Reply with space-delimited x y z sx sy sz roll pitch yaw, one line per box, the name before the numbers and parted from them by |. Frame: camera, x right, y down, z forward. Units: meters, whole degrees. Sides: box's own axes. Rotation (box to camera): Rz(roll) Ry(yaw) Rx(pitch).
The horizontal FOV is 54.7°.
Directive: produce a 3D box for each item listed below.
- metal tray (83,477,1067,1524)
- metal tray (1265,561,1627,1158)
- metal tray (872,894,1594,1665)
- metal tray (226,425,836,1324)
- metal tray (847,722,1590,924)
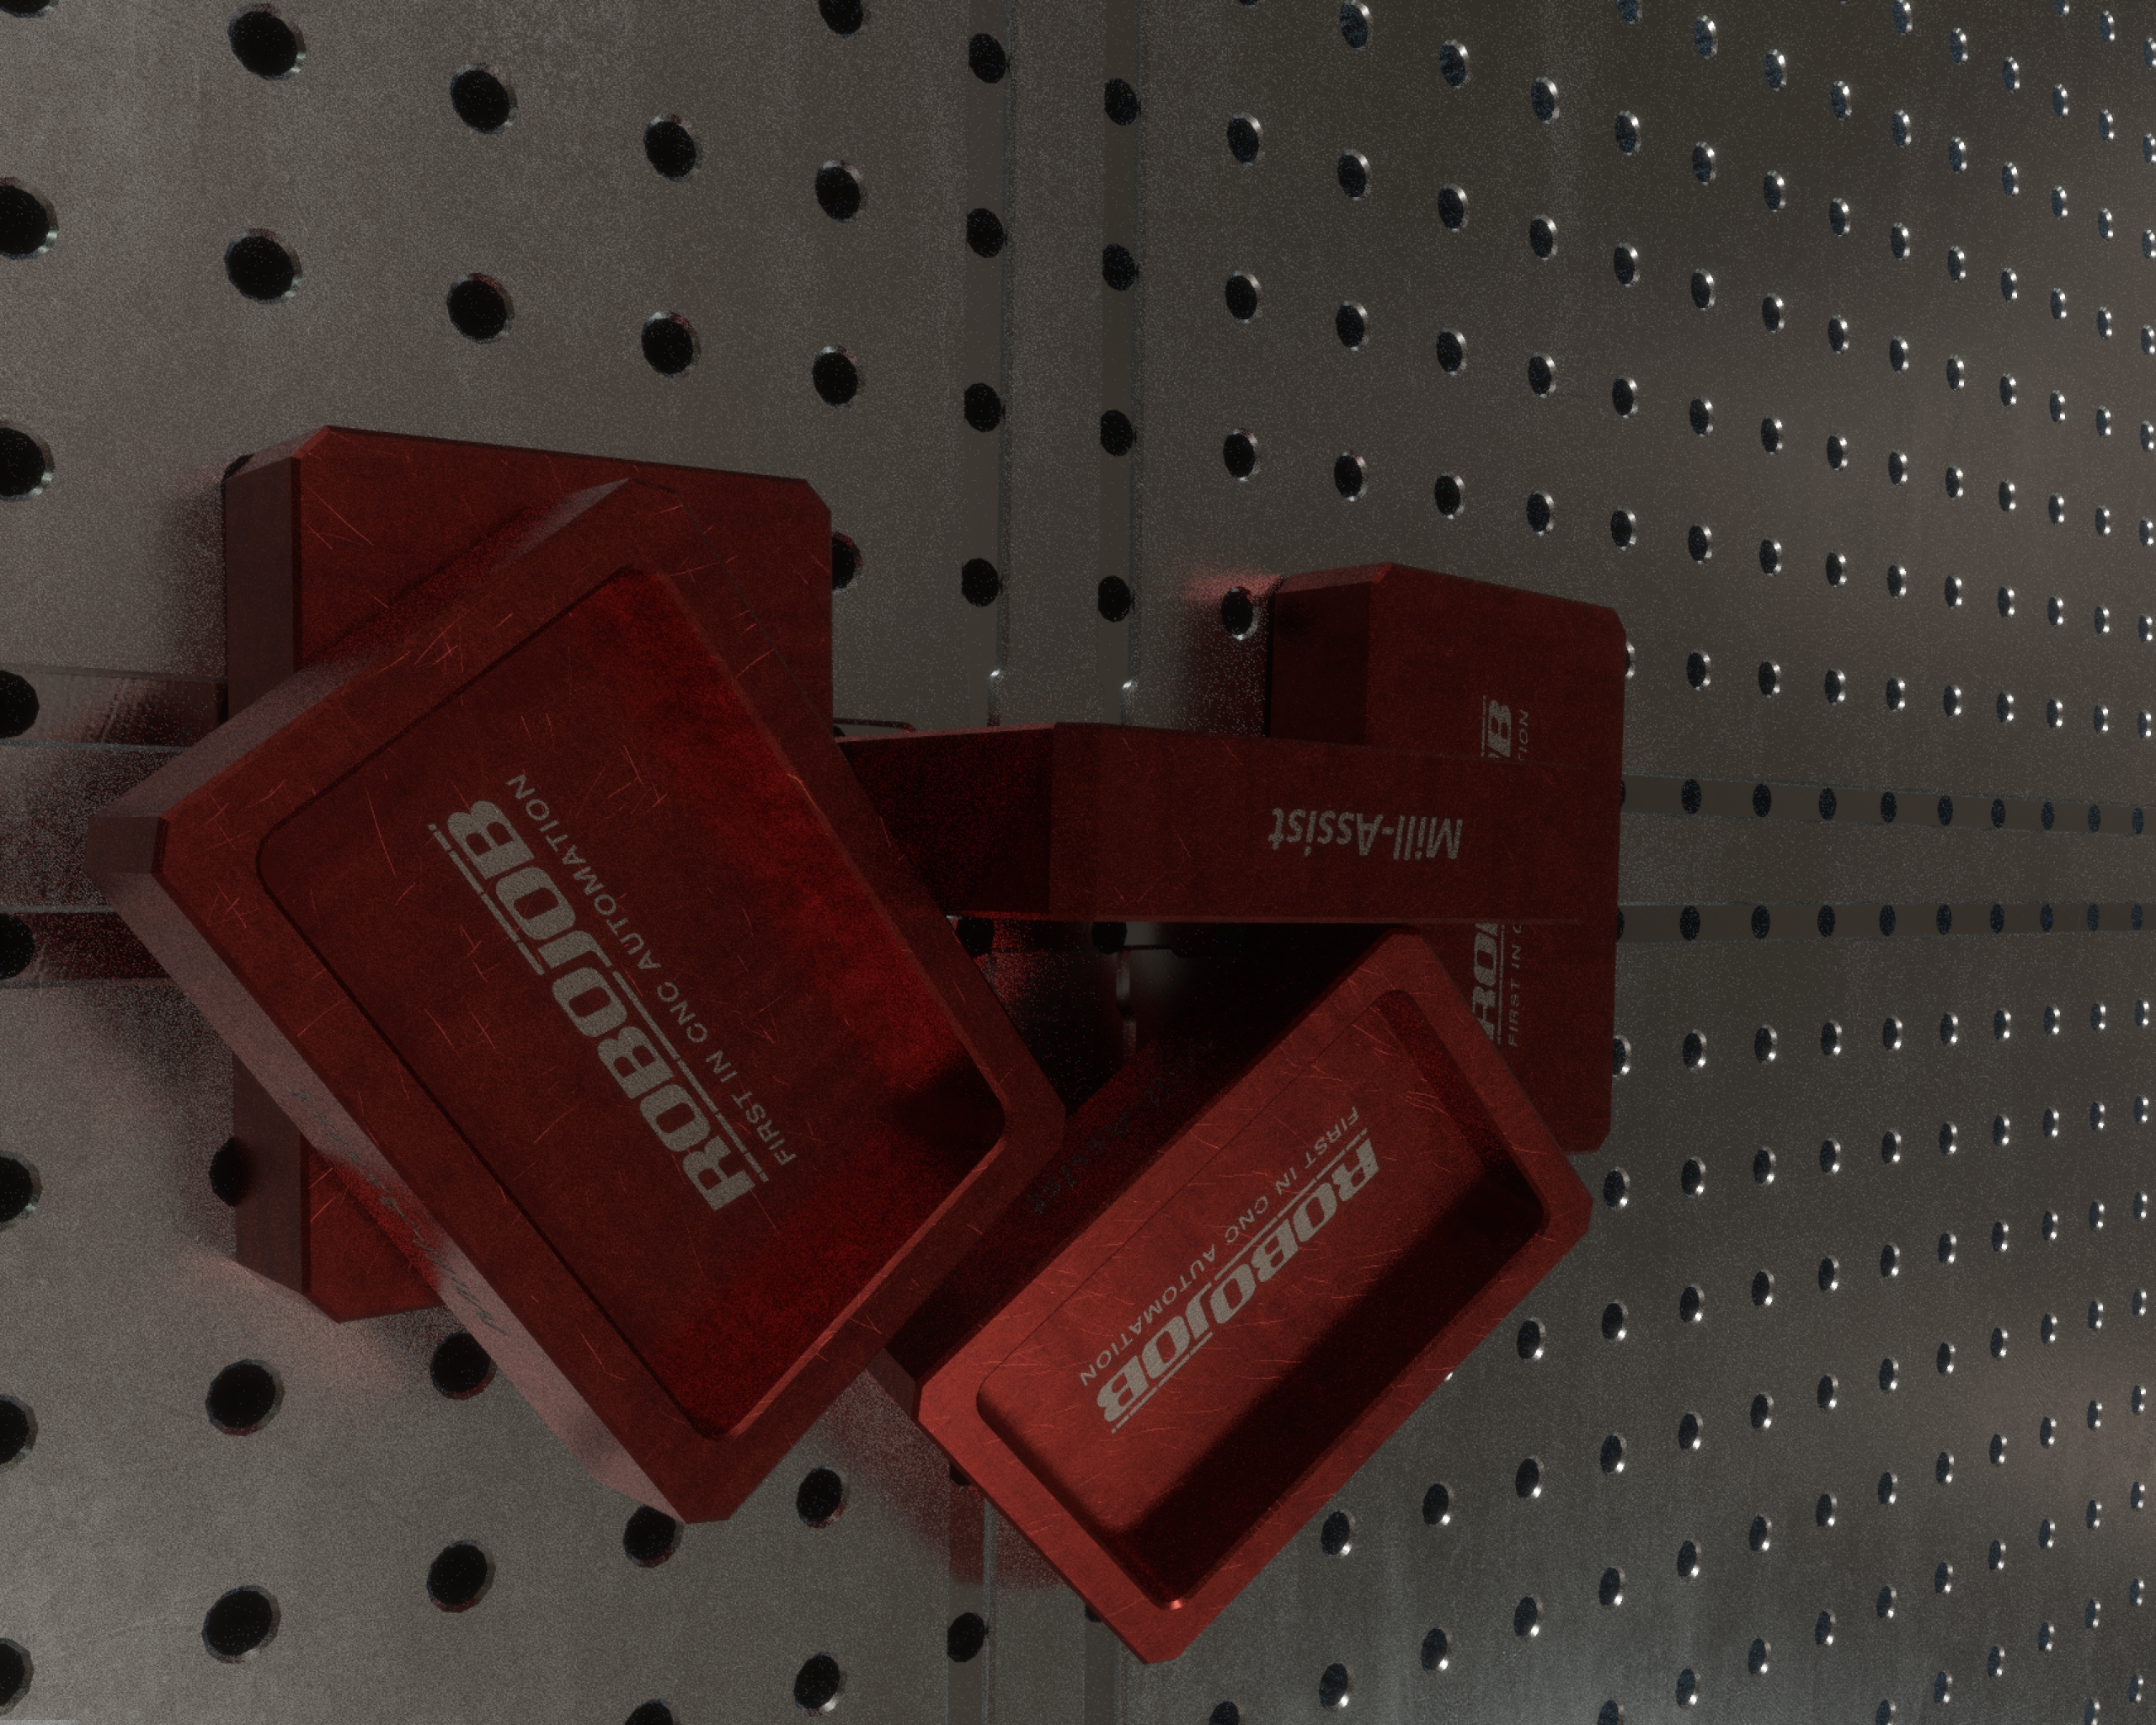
metal tray | -0.066 0.021 0.310 0.090 0.030 0.130 -46 118 -31
metal tray | 0.085 0.002 0.479 0.091 0.030 0.129 4 88 -40
metal tray | 0.032 0.081 0.411 0.130 0.030 0.090 -42 118 -13
metal tray | -0.085 0.001 0.336 0.091 0.030 0.129 -1 92 -40
metal tray | 0.020 -0.005 0.384 0.131 0.090 0.030 2 89 -40
